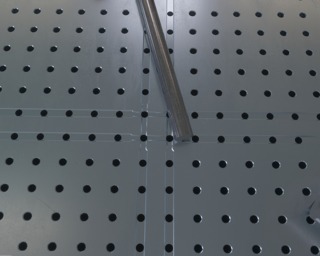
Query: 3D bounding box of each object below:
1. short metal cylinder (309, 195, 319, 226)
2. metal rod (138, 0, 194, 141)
[{"bbox_3d":[0.220,0.091,0.351,0.050,0.080,0.080,42,75,13],"label":"short metal cylinder"},{"bbox_3d":[-0.003,-0.124,0.456,0.025,0.025,0.299,-13,71,-5],"label":"metal rod"}]
